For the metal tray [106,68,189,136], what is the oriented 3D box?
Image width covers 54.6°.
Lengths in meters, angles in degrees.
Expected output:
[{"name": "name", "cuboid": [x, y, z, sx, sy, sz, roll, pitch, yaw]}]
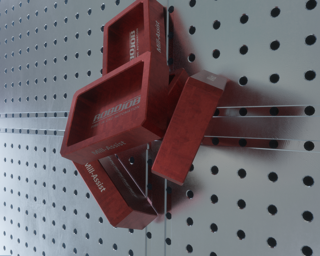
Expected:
[{"name": "metal tray", "cuboid": [-0.028, -0.025, 0.392, 0.130, 0.090, 0.030, -8, 129, 41]}]

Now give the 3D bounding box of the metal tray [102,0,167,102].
[{"name": "metal tray", "cuboid": [-0.036, -0.101, 0.412, 0.090, 0.030, 0.130, -22, 60, 36]}]

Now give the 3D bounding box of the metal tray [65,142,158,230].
[{"name": "metal tray", "cuboid": [-0.065, 0.074, 0.419, 0.030, 0.090, 0.130, -42, 62, 2]}]

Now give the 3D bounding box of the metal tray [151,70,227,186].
[{"name": "metal tray", "cuboid": [0.035, -0.009, 0.314, 0.030, 0.130, 0.089, 23, 107, 7]}]

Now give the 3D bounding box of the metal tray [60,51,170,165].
[{"name": "metal tray", "cuboid": [-0.051, -0.018, 0.340, 0.130, 0.030, 0.090, -20, 53, 35]}]
